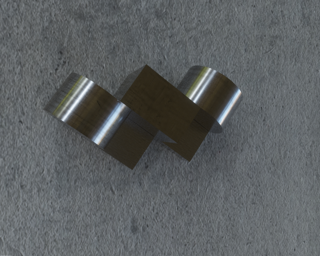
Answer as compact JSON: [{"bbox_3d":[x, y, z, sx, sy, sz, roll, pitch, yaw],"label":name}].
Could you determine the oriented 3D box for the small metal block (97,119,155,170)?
[{"bbox_3d":[-0.044,0.018,0.395,0.050,0.025,0.050,37,78,-17],"label":"small metal block"}]

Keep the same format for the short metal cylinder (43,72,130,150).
[{"bbox_3d":[-0.082,-0.018,0.351,0.080,0.080,0.050,37,78,-17],"label":"short metal cylinder"}]

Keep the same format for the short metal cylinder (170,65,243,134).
[{"bbox_3d":[0.059,-0.036,0.403,0.080,0.080,0.050,37,78,-17],"label":"short metal cylinder"}]

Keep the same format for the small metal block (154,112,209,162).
[{"bbox_3d":[0.030,0.011,0.422,0.050,0.025,0.050,37,78,-17],"label":"small metal block"}]

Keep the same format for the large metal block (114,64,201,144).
[{"bbox_3d":[-0.011,-0.026,0.378,0.080,0.080,0.050,37,78,-17],"label":"large metal block"}]
